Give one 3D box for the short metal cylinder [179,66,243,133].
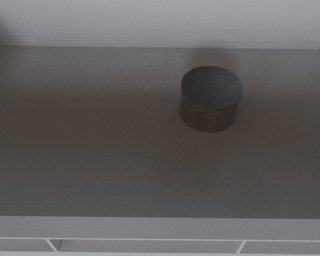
[{"bbox_3d":[0.068,-0.040,0.423,0.081,0.050,0.080,0,50,0],"label":"short metal cylinder"}]
